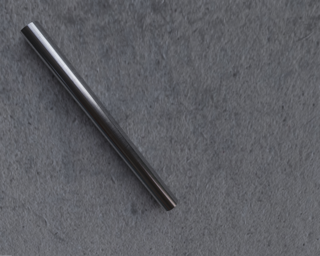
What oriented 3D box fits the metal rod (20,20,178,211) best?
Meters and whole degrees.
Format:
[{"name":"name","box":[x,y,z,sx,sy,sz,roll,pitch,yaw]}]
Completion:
[{"name":"metal rod","box":[-0.069,-0.004,0.407,0.025,0.025,0.299,-33,107,11]}]
